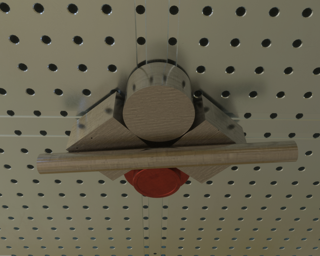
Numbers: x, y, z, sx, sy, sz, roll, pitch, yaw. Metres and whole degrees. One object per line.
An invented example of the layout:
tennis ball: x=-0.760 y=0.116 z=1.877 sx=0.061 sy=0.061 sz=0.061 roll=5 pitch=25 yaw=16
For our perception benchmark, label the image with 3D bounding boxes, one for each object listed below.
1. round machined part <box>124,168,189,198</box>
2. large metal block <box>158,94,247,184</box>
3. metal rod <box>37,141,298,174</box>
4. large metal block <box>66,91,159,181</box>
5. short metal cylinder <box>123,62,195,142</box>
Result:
round machined part: x=-0.004 y=0.065 z=0.450 sx=0.099 sy=0.042 sz=0.097 roll=0 pitch=130 yaw=0
large metal block: x=0.054 y=0.017 z=0.402 sx=0.080 sy=0.050 sz=0.080 roll=35 pitch=123 yaw=-26
metal rod: x=0.006 y=0.035 z=0.369 sx=0.302 sy=0.025 sz=0.025 roll=-3 pitch=130 yaw=3
large metal block: x=-0.059 y=0.013 z=0.401 sx=0.080 sy=0.050 sz=0.080 roll=-32 pitch=125 yaw=24
short metal cylinder: x=-0.001 y=-0.030 z=0.365 sx=0.081 sy=0.050 sz=0.079 roll=0 pitch=130 yaw=0
